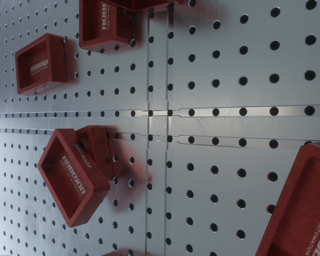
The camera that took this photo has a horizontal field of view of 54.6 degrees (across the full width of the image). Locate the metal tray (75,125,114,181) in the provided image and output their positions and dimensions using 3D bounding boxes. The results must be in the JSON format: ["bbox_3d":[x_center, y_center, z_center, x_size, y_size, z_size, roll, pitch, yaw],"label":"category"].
[{"bbox_3d":[-0.138,0.054,0.521,0.130,0.030,0.090,-19,78,38],"label":"metal tray"}]

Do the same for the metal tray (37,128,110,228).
[{"bbox_3d":[-0.138,0.074,0.481,0.130,0.030,0.090,50,119,28],"label":"metal tray"}]

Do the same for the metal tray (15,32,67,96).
[{"bbox_3d":[-0.234,-0.119,0.601,0.130,0.030,0.090,-10,83,39],"label":"metal tray"}]

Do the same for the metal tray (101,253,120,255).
[{"bbox_3d":[-0.042,0.238,0.441,0.130,0.030,0.090,-6,86,40],"label":"metal tray"}]

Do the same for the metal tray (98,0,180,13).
[{"bbox_3d":[-0.047,-0.180,0.381,0.090,0.131,0.030,7,94,40],"label":"metal tray"}]

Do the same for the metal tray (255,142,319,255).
[{"bbox_3d":[0.153,0.088,0.280,0.090,0.030,0.129,27,107,37],"label":"metal tray"}]

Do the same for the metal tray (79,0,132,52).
[{"bbox_3d":[-0.086,-0.190,0.477,0.090,0.030,0.129,1,90,40],"label":"metal tray"}]
